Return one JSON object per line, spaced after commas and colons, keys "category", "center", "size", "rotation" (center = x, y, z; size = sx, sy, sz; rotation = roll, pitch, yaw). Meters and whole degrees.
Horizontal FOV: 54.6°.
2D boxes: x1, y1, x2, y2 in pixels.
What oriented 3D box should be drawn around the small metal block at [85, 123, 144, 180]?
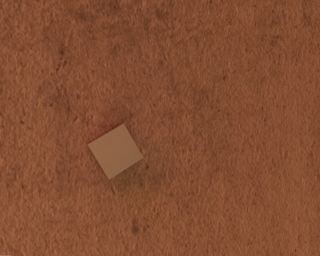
{"category": "small metal block", "center": [-0.057, 0.028, 0.388], "size": [0.050, 0.025, 0.050], "rotation": [-32, 101, -17]}
